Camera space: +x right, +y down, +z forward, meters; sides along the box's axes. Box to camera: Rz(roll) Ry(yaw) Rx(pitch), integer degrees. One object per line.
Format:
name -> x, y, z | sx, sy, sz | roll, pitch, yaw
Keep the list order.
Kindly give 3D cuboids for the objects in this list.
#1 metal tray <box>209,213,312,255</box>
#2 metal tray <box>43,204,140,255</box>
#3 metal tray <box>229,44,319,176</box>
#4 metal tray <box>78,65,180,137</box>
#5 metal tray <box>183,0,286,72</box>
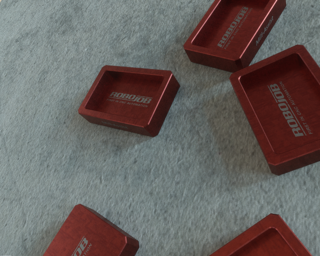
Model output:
metal tray -> 0.077, 0.149, 0.268 | 0.130, 0.030, 0.090 | -36, 51, 3
metal tray -> -0.094, 0.164, 0.348 | 0.090, 0.030, 0.130 | 21, 73, 35
metal tray -> 0.141, -0.023, 0.340 | 0.090, 0.030, 0.130 | -23, 53, 13
metal tray -> -0.047, -0.043, 0.449 | 0.130, 0.030, 0.090 | 12, 67, 32
metal tray -> 0.104, -0.143, 0.432 | 0.090, 0.030, 0.130 | 24, 74, 36
